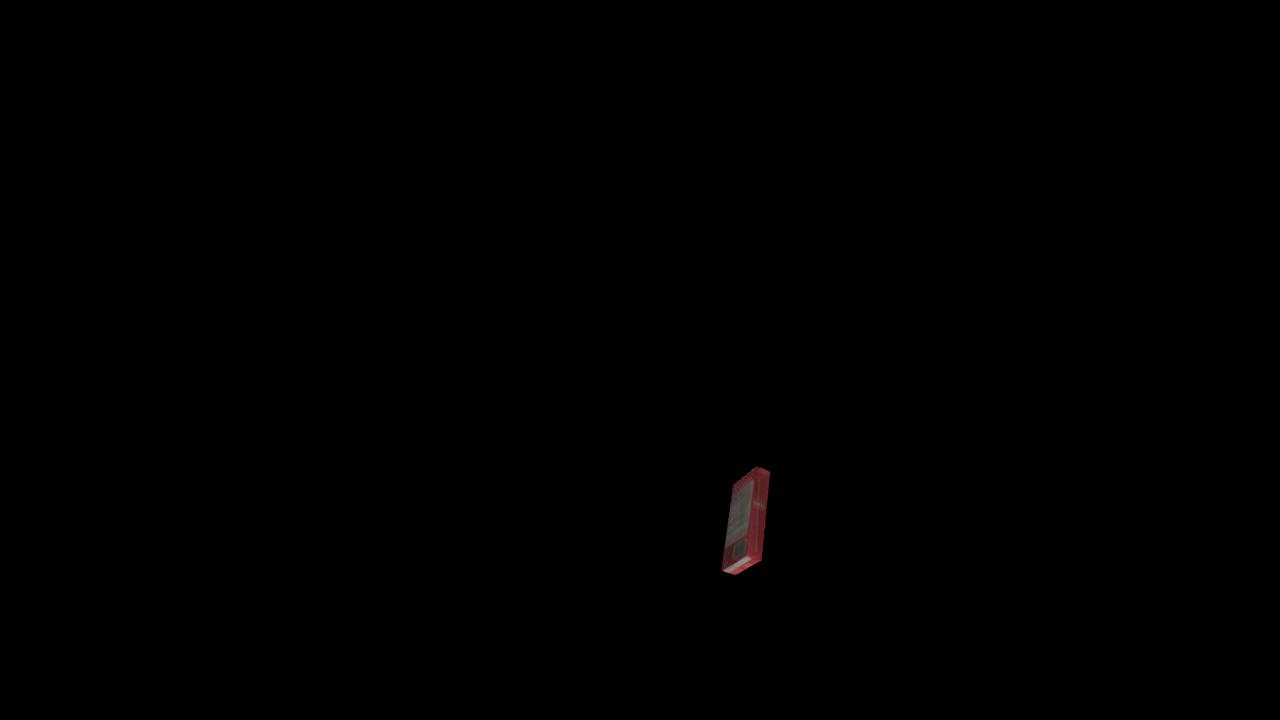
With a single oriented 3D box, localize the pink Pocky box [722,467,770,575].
[{"bbox_3d":[0.169,0.255,0.979,0.029,0.155,0.084,22,-39,-9],"label":"pink Pocky box"}]
